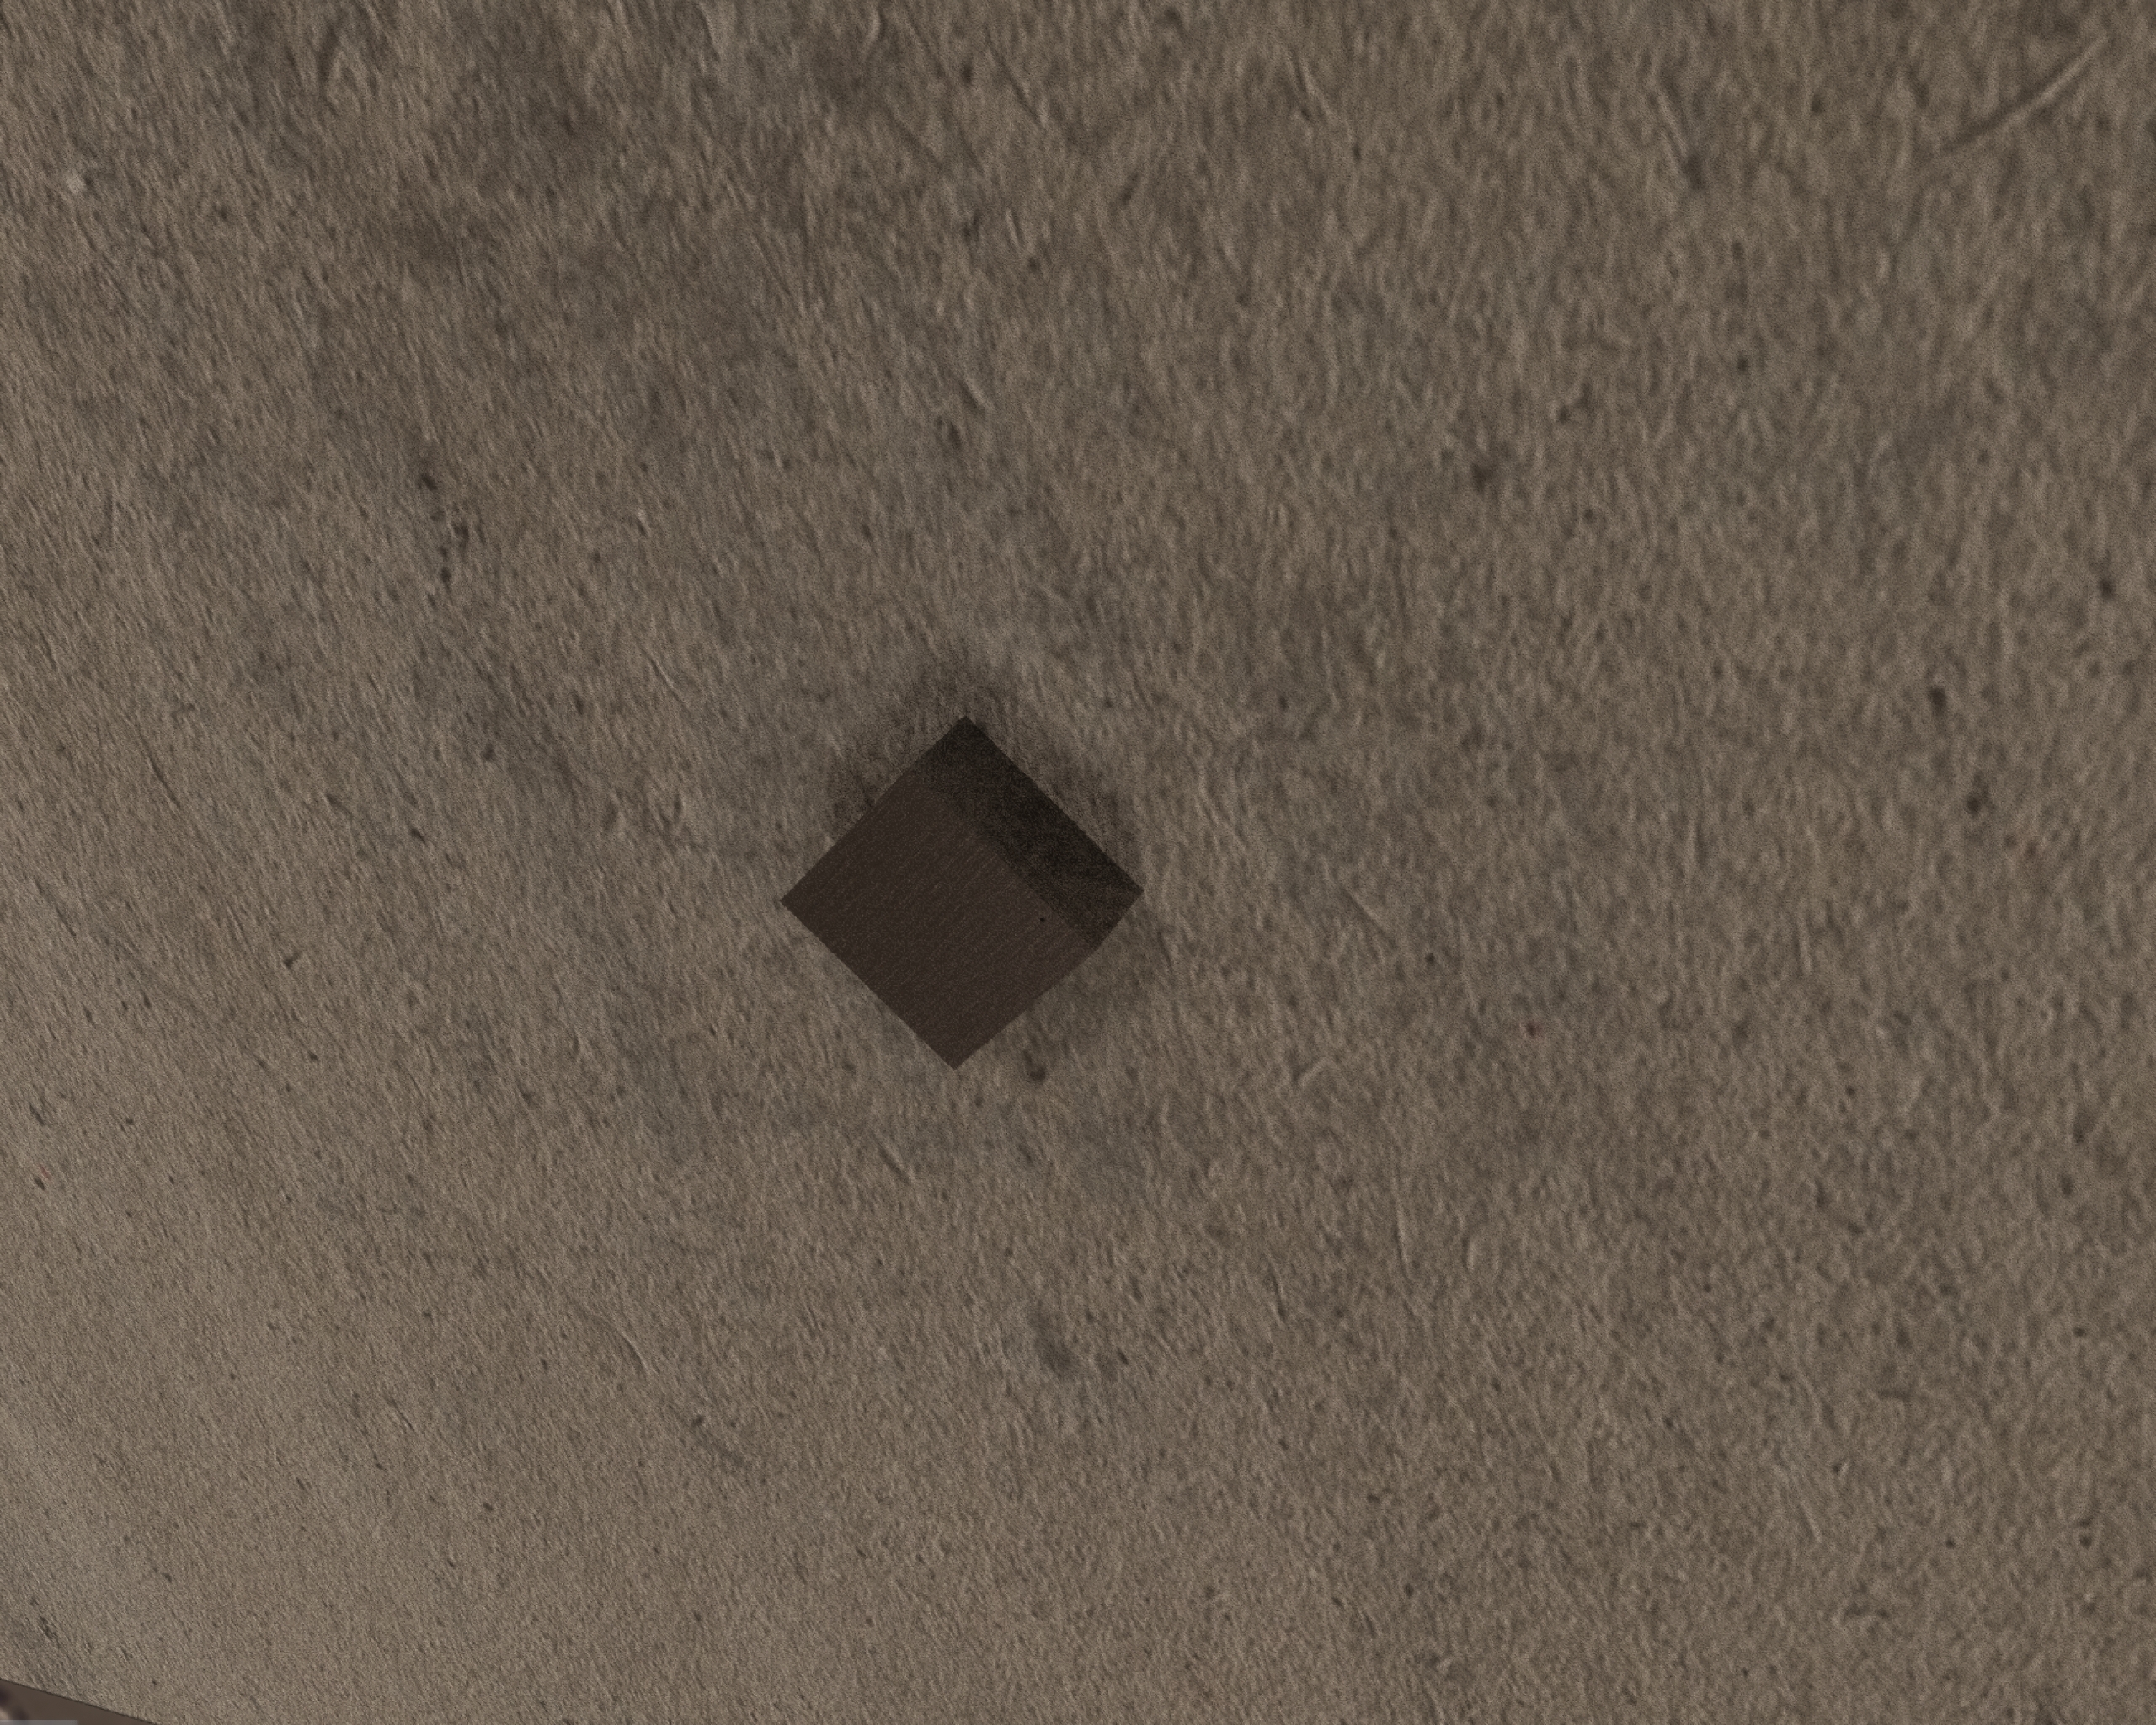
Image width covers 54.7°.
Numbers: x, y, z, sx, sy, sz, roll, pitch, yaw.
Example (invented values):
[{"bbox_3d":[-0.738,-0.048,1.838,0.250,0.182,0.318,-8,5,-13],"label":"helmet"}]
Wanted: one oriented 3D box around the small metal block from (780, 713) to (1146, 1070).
[{"bbox_3d":[-0.024,0.007,0.423,0.050,0.025,0.050,45,129,-4],"label":"small metal block"}]
